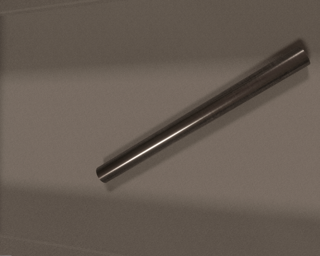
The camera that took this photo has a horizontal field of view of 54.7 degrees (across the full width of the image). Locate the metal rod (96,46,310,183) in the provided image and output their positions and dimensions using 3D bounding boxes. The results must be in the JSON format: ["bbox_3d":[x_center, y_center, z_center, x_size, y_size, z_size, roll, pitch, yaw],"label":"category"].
[{"bbox_3d":[0.041,-0.008,0.395,0.300,0.025,0.025,-31,80,17],"label":"metal rod"}]
